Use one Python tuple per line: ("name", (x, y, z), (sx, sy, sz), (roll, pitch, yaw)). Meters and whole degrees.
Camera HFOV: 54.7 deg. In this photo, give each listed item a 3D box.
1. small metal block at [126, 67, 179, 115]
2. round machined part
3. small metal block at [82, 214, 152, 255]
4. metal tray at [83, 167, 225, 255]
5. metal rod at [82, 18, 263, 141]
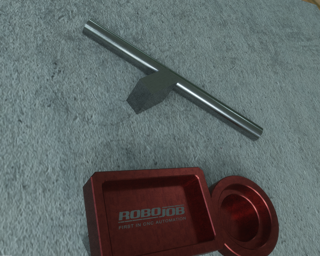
("small metal block", (-0.011, -0.049, 0.414), (0.050, 0.050, 0.025), (-30, 79, -38))
("round machined part", (0.091, 0.111, 0.376), (0.099, 0.042, 0.098), (14, 56, -21))
("small metal block", (-0.042, 0.121, 0.309), (0.050, 0.025, 0.050), (-20, 72, -36))
("metal tray", (-0.005, 0.089, 0.313), (0.131, 0.030, 0.090), (2, 60, -30))
("metal rod", (0.025, -0.067, 0.459), (0.301, 0.025, 0.025), (31, 52, -9))
